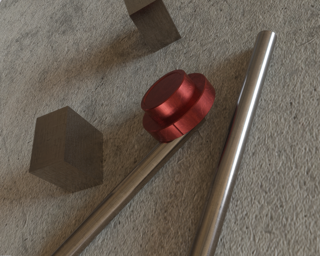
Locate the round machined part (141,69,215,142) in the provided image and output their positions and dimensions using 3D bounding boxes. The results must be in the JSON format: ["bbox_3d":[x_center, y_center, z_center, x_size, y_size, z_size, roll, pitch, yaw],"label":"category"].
[{"bbox_3d":[0.015,-0.034,0.381,0.098,0.042,0.098,-33,29,21],"label":"round machined part"}]

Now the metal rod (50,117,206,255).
[{"bbox_3d":[-0.055,0.091,0.375,0.300,0.025,0.025,-46,51,-5],"label":"metal rod"}]

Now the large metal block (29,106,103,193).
[{"bbox_3d":[-0.119,0.031,0.410,0.050,0.080,0.080,-19,55,17],"label":"large metal block"}]

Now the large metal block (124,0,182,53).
[{"bbox_3d":[-0.014,-0.181,0.485,0.050,0.080,0.080,-26,53,12],"label":"large metal block"}]

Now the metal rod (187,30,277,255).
[{"bbox_3d":[0.086,0.012,0.350,0.025,0.025,0.300,9,66,32],"label":"metal rod"}]
